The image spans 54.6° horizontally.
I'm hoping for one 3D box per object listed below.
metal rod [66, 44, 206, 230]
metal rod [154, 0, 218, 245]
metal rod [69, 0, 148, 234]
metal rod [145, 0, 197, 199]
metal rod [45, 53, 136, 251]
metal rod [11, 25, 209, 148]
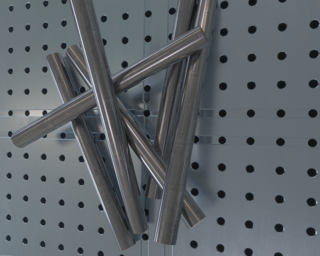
[{"bbox_3d":[-0.042,-0.002,0.408,0.025,0.025,0.300,-43,69,15],"label":"metal rod"},{"bbox_3d":[0.033,-0.020,0.364,0.025,0.025,0.299,7,79,20],"label":"metal rod"},{"bbox_3d":[-0.058,-0.002,0.381,0.025,0.025,0.298,-6,108,20],"label":"metal rod"},{"bbox_3d":[0.017,-0.055,0.406,0.025,0.025,0.298,11,94,20],"label":"metal rod"},{"bbox_3d":[-0.103,0.028,0.449,0.025,0.025,0.299,-26,82,18],"label":"metal rod"},{"bbox_3d":[-0.077,-0.044,0.400,0.300,0.025,0.025,-26,82,19],"label":"metal rod"}]
